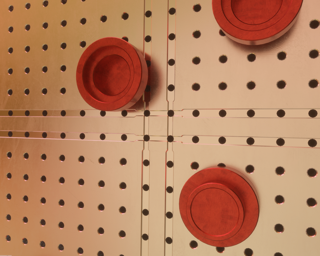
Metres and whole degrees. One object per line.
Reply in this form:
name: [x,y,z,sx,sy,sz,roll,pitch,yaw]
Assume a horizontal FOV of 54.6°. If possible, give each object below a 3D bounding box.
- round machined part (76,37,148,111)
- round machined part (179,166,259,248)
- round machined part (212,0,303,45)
round machined part: [-0.061,-0.071,0.426,0.098,0.042,0.097,0,90,20]
round machined part: [0.070,0.098,0.379,0.098,0.042,0.097,0,90,20]
round machined part: [0.114,-0.146,0.364,0.098,0.042,0.097,0,90,20]
